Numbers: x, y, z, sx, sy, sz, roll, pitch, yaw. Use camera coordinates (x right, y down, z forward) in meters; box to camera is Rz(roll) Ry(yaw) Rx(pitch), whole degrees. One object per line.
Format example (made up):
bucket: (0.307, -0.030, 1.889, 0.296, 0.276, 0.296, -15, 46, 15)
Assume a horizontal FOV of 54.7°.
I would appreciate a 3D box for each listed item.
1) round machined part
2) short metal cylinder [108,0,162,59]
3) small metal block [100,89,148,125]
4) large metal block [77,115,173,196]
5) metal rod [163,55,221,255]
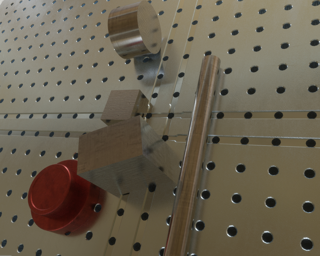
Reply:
round machined part: (-0.134, 0.087, 0.413, 0.098, 0.042, 0.098, -13, 56, 20)
short metal cylinder: (-0.037, -0.152, 0.484, 0.050, 0.080, 0.080, -5, 59, 25)
small metal block: (-0.052, -0.028, 0.451, 0.050, 0.025, 0.050, 2, 63, 29)
large metal block: (-0.040, 0.037, 0.370, 0.080, 0.080, 0.050, -18, 55, 17)
metal rod: (0.039, 0.039, 0.362, 0.025, 0.025, 0.300, 0, 61, 28)
